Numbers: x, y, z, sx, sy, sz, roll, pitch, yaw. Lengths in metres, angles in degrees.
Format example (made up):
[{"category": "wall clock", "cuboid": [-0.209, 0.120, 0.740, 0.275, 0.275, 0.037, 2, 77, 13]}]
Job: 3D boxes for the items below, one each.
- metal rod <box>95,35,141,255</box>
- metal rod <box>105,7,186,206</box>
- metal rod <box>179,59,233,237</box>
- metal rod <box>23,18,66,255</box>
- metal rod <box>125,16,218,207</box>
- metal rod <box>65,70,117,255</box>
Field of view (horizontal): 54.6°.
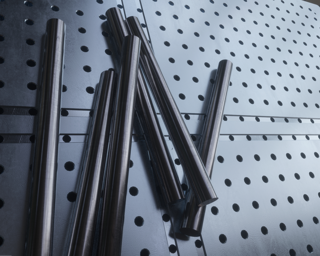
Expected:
[{"category": "metal rod", "cuboid": [-0.045, 0.015, 0.357, 0.025, 0.025, 0.299, 14, 61, -21]}, {"category": "metal rod", "cuboid": [-0.027, -0.044, 0.420, 0.025, 0.025, 0.299, -5, 64, -31]}, {"category": "metal rod", "cuboid": [0.074, 0.005, 0.443, 0.025, 0.025, 0.300, 28, 52, -11]}, {"category": "metal rod", "cuboid": [-0.124, -0.007, 0.345, 0.025, 0.025, 0.299, 8, 58, -24]}, {"category": "metal rod", "cuboid": [0.005, -0.040, 0.418, 0.025, 0.025, 0.299, -5, 59, -30]}, {"category": "metal rod", "cuboid": [-0.074, 0.058, 0.332, 0.025, 0.025, 0.300, 16, 55, -19]}]
